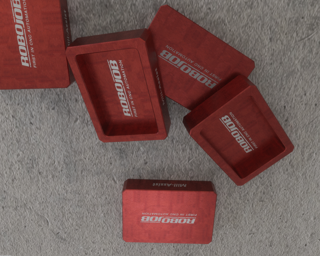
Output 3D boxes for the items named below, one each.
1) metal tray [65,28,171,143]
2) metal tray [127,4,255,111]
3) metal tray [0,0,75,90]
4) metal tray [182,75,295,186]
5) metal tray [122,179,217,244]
[{"bbox_3d":[-0.044,-0.044,0.363,0.090,0.030,0.129,-4,126,14],"label":"metal tray"},{"bbox_3d":[0.036,-0.077,0.379,0.131,0.030,0.090,30,107,-11],"label":"metal tray"},{"bbox_3d":[-0.154,-0.113,0.364,0.091,0.030,0.129,-2,110,0],"label":"metal tray"},{"bbox_3d":[0.101,0.009,0.388,0.090,0.030,0.130,-38,124,11],"label":"metal tray"},{"bbox_3d":[0.012,0.122,0.452,0.131,0.030,0.089,2,110,-1],"label":"metal tray"}]
